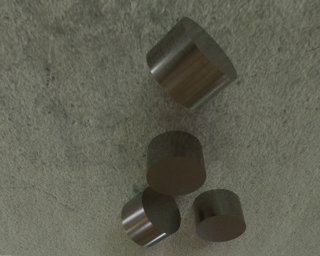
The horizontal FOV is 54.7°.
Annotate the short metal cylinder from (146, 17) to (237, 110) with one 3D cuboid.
[{"bbox_3d":[0.033,-0.065,0.316,0.080,0.080,0.050,35,122,-26],"label":"short metal cylinder"}]

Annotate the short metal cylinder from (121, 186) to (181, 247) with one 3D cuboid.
[{"bbox_3d":[-0.013,0.139,0.489,0.080,0.080,0.050,34,122,-26],"label":"short metal cylinder"}]

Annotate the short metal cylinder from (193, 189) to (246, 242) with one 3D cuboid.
[{"bbox_3d":[0.098,0.147,0.518,0.081,0.050,0.079,0,130,0],"label":"short metal cylinder"}]

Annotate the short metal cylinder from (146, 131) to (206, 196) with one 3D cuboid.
[{"bbox_3d":[0.022,0.050,0.434,0.081,0.050,0.079,0,130,0],"label":"short metal cylinder"}]
